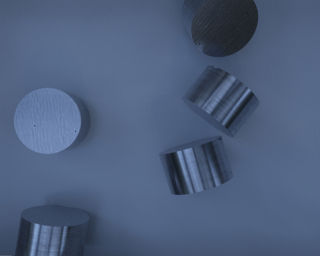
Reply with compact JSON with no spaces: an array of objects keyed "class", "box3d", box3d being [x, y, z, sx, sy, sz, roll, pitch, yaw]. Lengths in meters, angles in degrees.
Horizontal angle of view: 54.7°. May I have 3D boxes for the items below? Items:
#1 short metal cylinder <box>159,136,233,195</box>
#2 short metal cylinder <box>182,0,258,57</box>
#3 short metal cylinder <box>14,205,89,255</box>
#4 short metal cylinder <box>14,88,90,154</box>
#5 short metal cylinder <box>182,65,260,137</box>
[{"class":"short metal cylinder","box3d":[0.044,0.045,0.384,0.080,0.080,0.050,-16,90,0]},{"class":"short metal cylinder","box3d":[0.071,-0.134,0.380,0.081,0.050,0.079,-6,129,-8]},{"class":"short metal cylinder","box3d":[-0.132,0.132,0.383,0.080,0.080,0.050,9,90,0]},{"class":"short metal cylinder","box3d":[-0.135,-0.009,0.398,0.081,0.050,0.080,0,90,0]},{"class":"short metal cylinder","box3d":[0.074,-0.032,0.384,0.080,0.080,0.050,38,90,0]}]
